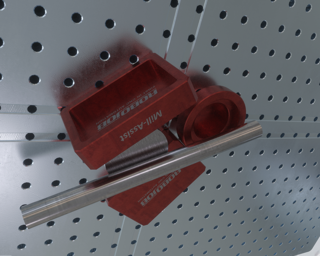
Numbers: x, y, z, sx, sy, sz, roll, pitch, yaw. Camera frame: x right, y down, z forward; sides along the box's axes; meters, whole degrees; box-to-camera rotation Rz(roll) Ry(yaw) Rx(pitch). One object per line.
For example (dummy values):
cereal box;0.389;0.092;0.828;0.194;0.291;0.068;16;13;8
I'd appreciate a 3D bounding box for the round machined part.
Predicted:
round machined part;0.066;-0.014;0.428;0.099;0.042;0.097;-14;124;-21

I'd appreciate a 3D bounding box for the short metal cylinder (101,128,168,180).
short metal cylinder;-0.037;0.021;0.388;0.081;0.050;0.079;-14;124;-21

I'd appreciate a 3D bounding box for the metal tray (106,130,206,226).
metal tray;-0.006;0.075;0.451;0.130;0.030;0.090;-44;130;2

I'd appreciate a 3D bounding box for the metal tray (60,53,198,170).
metal tray;-0.037;-0.024;0.334;0.130;0.090;0.030;-34;129;-6

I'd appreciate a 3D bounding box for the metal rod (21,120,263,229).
metal rod;-0.006;0.048;0.373;0.302;0.025;0.025;-19;126;-18
